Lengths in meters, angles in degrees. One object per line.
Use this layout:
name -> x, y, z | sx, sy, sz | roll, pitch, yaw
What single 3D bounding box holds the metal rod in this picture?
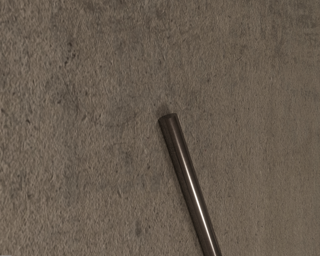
metal rod -> 0.057, 0.121, 0.455 | 0.025, 0.025, 0.298 | -30, 109, -36
